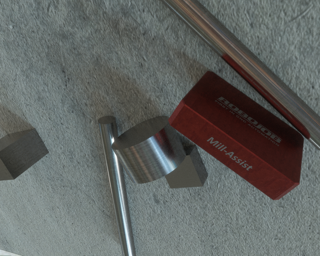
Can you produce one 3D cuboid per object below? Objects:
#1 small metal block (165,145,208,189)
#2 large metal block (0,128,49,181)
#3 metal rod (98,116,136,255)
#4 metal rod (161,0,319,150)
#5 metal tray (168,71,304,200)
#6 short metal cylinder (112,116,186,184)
[{"bbox_3d":[0.031,0.054,0.422,0.050,0.025,0.050,-11,113,32],"label":"small metal block"},{"bbox_3d":[-0.256,0.046,0.532,0.080,0.080,0.050,-9,114,32],"label":"large metal block"},{"bbox_3d":[-0.066,0.117,0.512,0.025,0.025,0.298,10,123,22],"label":"metal rod"},{"bbox_3d":[0.065,-0.087,0.317,0.300,0.025,0.025,43,129,-2],"label":"metal rod"},{"bbox_3d":[0.083,0.002,0.321,0.130,0.090,0.030,36,129,3],"label":"metal tray"},{"bbox_3d":[-0.014,0.026,0.393,0.080,0.080,0.050,-15,111,34],"label":"short metal cylinder"}]
